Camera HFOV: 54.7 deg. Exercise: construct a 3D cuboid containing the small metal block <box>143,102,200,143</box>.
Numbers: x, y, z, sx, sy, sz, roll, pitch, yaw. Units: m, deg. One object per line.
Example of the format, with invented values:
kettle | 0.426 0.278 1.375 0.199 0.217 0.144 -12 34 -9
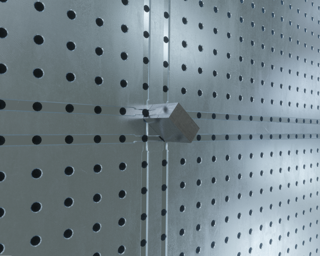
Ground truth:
small metal block | 0.015 -0.006 0.407 0.050 0.050 0.025 48 62 -30
